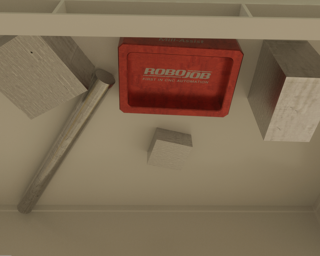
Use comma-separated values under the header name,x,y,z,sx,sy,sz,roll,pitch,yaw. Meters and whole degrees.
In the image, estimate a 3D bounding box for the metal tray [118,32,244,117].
name,x,y,z,sx,sy,sz,roll,pitch,yaw
metal tray,0.020,-0.059,0.356,0.131,0.030,0.089,2,130,-3

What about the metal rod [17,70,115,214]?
name,x,y,z,sx,sy,sz,roll,pitch,yaw
metal rod,-0.144,0.037,0.438,0.025,0.025,0.298,26,125,-21

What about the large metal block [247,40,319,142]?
name,x,y,z,sx,sy,sz,roll,pitch,yaw
large metal block,0.139,-0.042,0.340,0.050,0.080,0.079,2,130,-2

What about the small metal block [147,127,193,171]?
name,x,y,z,sx,sy,sz,roll,pitch,yaw
small metal block,0.013,0.030,0.435,0.050,0.025,0.050,12,129,-11

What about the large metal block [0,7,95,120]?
name,x,y,z,sx,sy,sz,roll,pitch,yaw
large metal block,-0.131,-0.067,0.334,0.080,0.050,0.080,-24,127,18
